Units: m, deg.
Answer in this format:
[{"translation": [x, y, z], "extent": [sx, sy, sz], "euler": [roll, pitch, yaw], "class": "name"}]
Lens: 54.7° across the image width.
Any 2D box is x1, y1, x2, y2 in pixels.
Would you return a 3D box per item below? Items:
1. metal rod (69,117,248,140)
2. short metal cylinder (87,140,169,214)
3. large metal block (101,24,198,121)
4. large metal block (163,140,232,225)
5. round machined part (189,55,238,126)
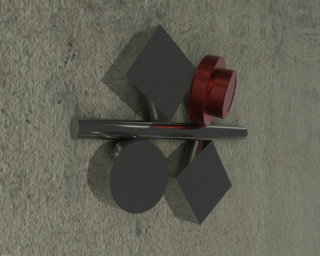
[{"translation": [0.023, 0.004, 0.429], "extent": [0.302, 0.025, 0.025], "euler": [2, 89, -40], "class": "metal rod"}, {"translation": [-0.037, 0.054, 0.361], "extent": [0.081, 0.050, 0.079], "euler": [0, 90, -40], "class": "short metal cylinder"}, {"translation": [-0.010, -0.064, 0.380], "extent": [0.080, 0.050, 0.080], "euler": [44, 63, -31], "class": "large metal block"}, {"translation": [0.045, 0.072, 0.430], "extent": [0.080, 0.050, 0.080], "euler": [-41, 115, -33], "class": "large metal block"}, {"translation": [0.078, -0.050, 0.432], "extent": [0.098, 0.042, 0.097], "euler": [15, 91, -69], "class": "round machined part"}]
